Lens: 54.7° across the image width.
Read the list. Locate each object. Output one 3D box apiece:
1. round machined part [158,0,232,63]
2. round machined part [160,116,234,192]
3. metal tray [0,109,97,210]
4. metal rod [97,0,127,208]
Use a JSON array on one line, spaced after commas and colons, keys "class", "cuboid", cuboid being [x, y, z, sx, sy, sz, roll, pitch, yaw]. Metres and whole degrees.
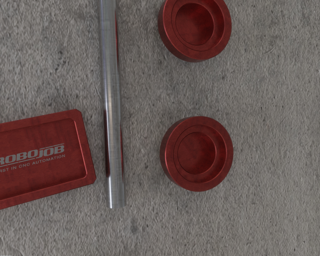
[{"class": "round machined part", "cuboid": [0.043, -0.136, 0.416, 0.099, 0.042, 0.097, 0, 90, -20]}, {"class": "round machined part", "cuboid": [0.046, 0.033, 0.417, 0.099, 0.042, 0.097, 0, 90, -20]}, {"class": "metal tray", "cuboid": [-0.147, 0.035, 0.352, 0.131, 0.030, 0.089, -13, 95, -20]}, {"class": "metal rod", "cuboid": [-0.061, -0.052, 0.386, 0.025, 0.025, 0.298, -3, 91, -20]}]
